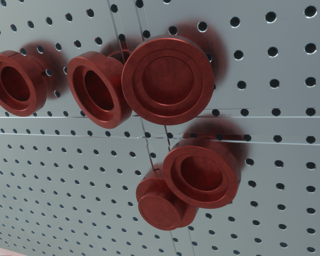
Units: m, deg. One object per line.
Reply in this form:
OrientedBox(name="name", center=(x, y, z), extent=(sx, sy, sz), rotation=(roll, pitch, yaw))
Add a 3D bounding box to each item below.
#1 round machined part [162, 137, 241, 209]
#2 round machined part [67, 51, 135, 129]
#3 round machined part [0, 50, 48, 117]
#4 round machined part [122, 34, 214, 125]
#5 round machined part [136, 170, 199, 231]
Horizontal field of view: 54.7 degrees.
OrientedBox(name="round machined part", center=(0.056, 0.054, 0.403), extent=(0.098, 0.042, 0.097), rotation=(13, 124, 20))
OrientedBox(name="round machined part", center=(-0.069, -0.051, 0.392), extent=(0.098, 0.042, 0.097), rotation=(28, 138, 29))
OrientedBox(name="round machined part", center=(-0.209, -0.069, 0.465), extent=(0.098, 0.042, 0.097), rotation=(13, 124, 20))
OrientedBox(name="round machined part", center=(0.009, -0.055, 0.347), extent=(0.099, 0.042, 0.097), rotation=(2, 117, 3))
OrientedBox(name="round machined part", center=(0.006, 0.115, 0.467), extent=(0.098, 0.042, 0.097), rotation=(13, 124, 20))
